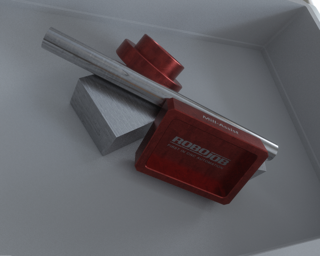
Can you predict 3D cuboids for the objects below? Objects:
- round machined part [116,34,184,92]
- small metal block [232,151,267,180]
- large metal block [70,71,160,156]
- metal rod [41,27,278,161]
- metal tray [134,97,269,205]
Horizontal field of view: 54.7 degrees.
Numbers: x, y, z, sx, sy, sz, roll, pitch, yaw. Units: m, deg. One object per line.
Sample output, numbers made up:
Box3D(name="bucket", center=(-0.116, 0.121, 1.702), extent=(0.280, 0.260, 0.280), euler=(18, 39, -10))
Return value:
Box3D(name="round machined part", center=(-0.007, -0.086, 0.410), extent=(0.098, 0.042, 0.098), euler=(39, 13, -10))
Box3D(name="small metal block", center=(0.115, 0.043, 0.425), extent=(0.025, 0.050, 0.050), euler=(14, 56, -21))
Box3D(name="large metal block", center=(-0.049, -0.024, 0.377), extent=(0.081, 0.050, 0.080), euler=(-25, 76, -37))
Box3D(name="metal rod", center=(0.011, -0.033, 0.365), extent=(0.301, 0.025, 0.025), euler=(26, 53, -13))
Box3D(name="metal tray", center=(0.047, 0.031, 0.366), extent=(0.131, 0.089, 0.030), euler=(24, 25, -15))
